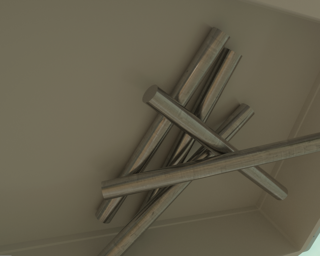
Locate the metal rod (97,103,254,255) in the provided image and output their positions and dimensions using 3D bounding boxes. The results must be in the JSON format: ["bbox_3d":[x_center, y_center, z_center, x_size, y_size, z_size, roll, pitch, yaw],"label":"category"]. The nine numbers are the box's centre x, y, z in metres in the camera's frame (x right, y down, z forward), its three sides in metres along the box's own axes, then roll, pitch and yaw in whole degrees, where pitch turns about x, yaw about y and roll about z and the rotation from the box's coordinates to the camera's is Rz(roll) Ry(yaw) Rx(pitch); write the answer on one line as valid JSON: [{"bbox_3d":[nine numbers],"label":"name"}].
[{"bbox_3d":[0.028,0.076,0.438,0.301,0.025,0.025,-45,130,-11],"label":"metal rod"}]

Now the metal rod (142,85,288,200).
[{"bbox_3d":[0.094,0.034,0.432,0.301,0.025,0.025,35,99,-31],"label":"metal rod"}]

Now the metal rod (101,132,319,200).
[{"bbox_3d":[0.074,0.049,0.406,0.302,0.025,0.025,-13,126,-2],"label":"metal rod"}]

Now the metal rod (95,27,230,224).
[{"bbox_3d":[-0.003,0.006,0.411,0.025,0.025,0.299,23,106,-37],"label":"metal rod"}]

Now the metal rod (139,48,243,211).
[{"bbox_3d":[0.032,0.028,0.445,0.025,0.025,0.298,15,111,-35],"label":"metal rod"}]
